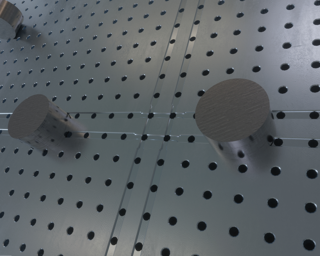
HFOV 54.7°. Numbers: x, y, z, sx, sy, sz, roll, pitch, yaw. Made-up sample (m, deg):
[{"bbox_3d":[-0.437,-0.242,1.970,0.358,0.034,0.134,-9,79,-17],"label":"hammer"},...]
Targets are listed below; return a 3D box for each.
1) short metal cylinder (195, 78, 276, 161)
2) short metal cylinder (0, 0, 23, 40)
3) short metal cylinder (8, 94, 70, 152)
[{"bbox_3d":[0.086,-0.009,0.352,0.080,0.050,0.080,-13,56,21],"label":"short metal cylinder"},{"bbox_3d":[-0.369,-0.253,0.722,0.080,0.080,0.050,-3,60,26],"label":"short metal cylinder"},{"bbox_3d":[-0.194,-0.007,0.498,0.080,0.050,0.080,-13,56,21],"label":"short metal cylinder"}]
